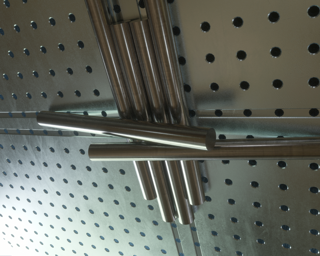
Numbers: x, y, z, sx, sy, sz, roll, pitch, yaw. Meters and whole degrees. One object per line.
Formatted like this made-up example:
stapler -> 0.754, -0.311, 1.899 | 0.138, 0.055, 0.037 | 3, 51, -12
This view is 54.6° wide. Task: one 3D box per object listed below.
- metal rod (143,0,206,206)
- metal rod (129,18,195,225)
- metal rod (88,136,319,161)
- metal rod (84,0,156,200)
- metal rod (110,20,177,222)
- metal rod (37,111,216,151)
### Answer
metal rod -> 0.021, -0.028, 0.382 | 0.025, 0.025, 0.298 | 1, 119, 28
metal rod -> 0.009, 0.009, 0.414 | 0.025, 0.025, 0.298 | 1, 119, 28
metal rod -> 0.050, 0.027, 0.375 | 0.301, 0.025, 0.025 | -2, 118, 19
metal rod -> -0.045, -0.027, 0.418 | 0.025, 0.025, 0.298 | 1, 119, 28
metal rod -> -0.015, 0.009, 0.424 | 0.025, 0.025, 0.298 | 1, 119, 28
metal rod -> -0.067, -0.002, 0.416 | 0.300, 0.025, 0.025 | 7, 122, 35
